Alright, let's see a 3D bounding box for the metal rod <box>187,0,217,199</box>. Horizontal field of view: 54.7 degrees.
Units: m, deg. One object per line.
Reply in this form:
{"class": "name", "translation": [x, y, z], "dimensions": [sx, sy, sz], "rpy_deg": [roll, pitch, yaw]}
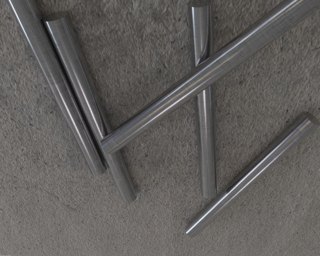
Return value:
{"class": "metal rod", "translation": [0.059, -0.010, 0.398], "dimensions": [0.025, 0.025, 0.298], "rpy_deg": [-6, 130, 5]}

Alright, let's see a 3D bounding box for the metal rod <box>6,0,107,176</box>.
{"class": "metal rod", "translation": [-0.117, -0.050, 0.362], "dimensions": [0.025, 0.025, 0.298], "rpy_deg": [-8, 130, 6]}

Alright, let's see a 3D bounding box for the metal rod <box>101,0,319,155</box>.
{"class": "metal rod", "translation": [0.043, -0.053, 0.328], "dimensions": [0.299, 0.025, 0.025], "rpy_deg": [-35, 122, 27]}

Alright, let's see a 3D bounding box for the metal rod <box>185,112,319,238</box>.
{"class": "metal rod", "translation": [0.126, 0.089, 0.483], "dimensions": [0.025, 0.025, 0.298], "rpy_deg": [22, 127, -18]}

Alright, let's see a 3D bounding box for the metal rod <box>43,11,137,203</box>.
{"class": "metal rod", "translation": [-0.077, 0.000, 0.405], "dimensions": [0.025, 0.025, 0.298], "rpy_deg": [-8, 130, 7]}
